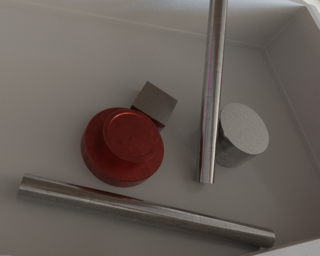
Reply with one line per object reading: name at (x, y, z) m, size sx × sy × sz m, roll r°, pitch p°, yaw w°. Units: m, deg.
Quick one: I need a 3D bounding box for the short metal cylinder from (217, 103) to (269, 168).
short metal cylinder at (0.106, 0.011, 0.442) m, size 0.081 × 0.050 × 0.080 m, roll 14°, pitch 56°, yaw -21°

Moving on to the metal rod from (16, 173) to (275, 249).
metal rod at (0.002, 0.098, 0.347) m, size 0.302 × 0.025 × 0.025 m, roll 17°, pitch 55°, yaw -19°

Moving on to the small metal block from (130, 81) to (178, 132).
small metal block at (-0.010, -0.028, 0.419) m, size 0.050 × 0.025 × 0.050 m, roll 32°, pitch 51°, yaw -8°

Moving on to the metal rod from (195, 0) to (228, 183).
metal rod at (0.072, -0.077, 0.418) m, size 0.025 × 0.025 × 0.298 m, roll 9°, pitch 82°, yaw -24°

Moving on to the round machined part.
round machined part at (-0.039, 0.017, 0.365) m, size 0.099 × 0.042 × 0.098 m, roll 14°, pitch 56°, yaw -21°
